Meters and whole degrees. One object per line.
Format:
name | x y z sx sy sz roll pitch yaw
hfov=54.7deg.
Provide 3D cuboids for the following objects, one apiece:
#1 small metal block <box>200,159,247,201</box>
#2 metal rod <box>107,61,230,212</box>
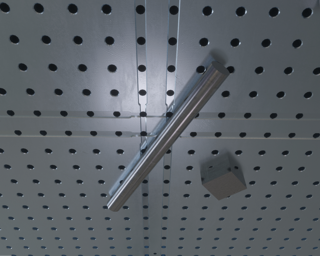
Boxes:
small metal block | 0.099 0.082 0.482 0.050 0.025 0.050 -30 124 23
metal rod | -0.004 0.031 0.437 0.025 0.025 0.298 23 126 -19
